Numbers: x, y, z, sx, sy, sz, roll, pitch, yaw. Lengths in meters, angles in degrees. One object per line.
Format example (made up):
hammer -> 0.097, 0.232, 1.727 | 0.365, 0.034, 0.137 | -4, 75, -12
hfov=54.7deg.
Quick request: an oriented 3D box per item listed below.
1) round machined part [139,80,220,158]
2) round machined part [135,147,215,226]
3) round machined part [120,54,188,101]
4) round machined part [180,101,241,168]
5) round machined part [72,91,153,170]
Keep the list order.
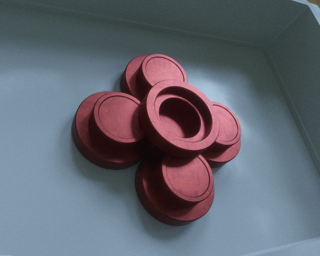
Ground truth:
round machined part -> 0.020, -0.008, 0.381 | 0.099, 0.042, 0.098 | 14, 56, -21
round machined part -> 0.024, 0.061, 0.367 | 0.099, 0.042, 0.098 | 15, 54, -21
round machined part -> -0.001, -0.063, 0.428 | 0.099, 0.042, 0.098 | 14, 56, -21
round machined part -> 0.072, 0.002, 0.429 | 0.099, 0.042, 0.098 | 14, 56, -21
round machined part -> -0.050, -0.003, 0.366 | 0.099, 0.042, 0.098 | 14, 56, -21
